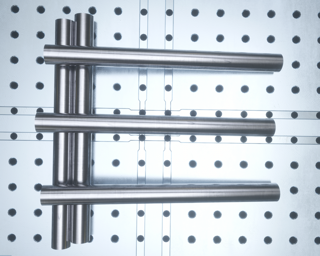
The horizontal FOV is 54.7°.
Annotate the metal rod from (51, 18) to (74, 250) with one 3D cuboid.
[{"bbox_3d":[-0.128,0.008,0.411,0.025,0.025,0.298,1,90,-1],"label":"metal rod"}]

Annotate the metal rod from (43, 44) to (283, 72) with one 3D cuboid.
[{"bbox_3d":[0.010,-0.089,0.399,0.302,0.025,0.025,1,90,-7],"label":"metal rod"}]

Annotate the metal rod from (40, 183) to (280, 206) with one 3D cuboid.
[{"bbox_3d":[0.006,0.085,0.399,0.302,0.025,0.025,1,90,-7],"label":"metal rod"}]

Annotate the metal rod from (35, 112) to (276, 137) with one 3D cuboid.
[{"bbox_3d":[0.000,-0.004,0.398,0.302,0.025,0.025,1,90,-7],"label":"metal rod"}]

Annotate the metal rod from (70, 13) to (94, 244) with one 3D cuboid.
[{"bbox_3d":[-0.103,0.001,0.411,0.025,0.025,0.298,1,90,-1],"label":"metal rod"}]
